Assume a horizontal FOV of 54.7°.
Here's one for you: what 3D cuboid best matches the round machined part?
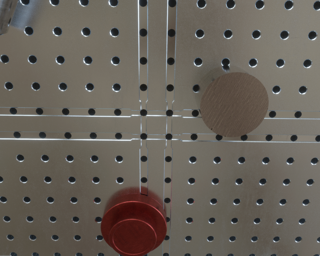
[{"bbox_3d":[-0.039,0.151,0.459,0.099,0.042,0.097,0,110,0],"label":"round machined part"}]

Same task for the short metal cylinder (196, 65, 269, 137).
[{"bbox_3d":[0.088,-0.035,0.388,0.081,0.050,0.079,0,110,0],"label":"short metal cylinder"}]

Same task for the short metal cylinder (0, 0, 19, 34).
[{"bbox_3d":[-0.197,-0.142,0.330,0.080,0.080,0.050,26,108,-9],"label":"short metal cylinder"}]
